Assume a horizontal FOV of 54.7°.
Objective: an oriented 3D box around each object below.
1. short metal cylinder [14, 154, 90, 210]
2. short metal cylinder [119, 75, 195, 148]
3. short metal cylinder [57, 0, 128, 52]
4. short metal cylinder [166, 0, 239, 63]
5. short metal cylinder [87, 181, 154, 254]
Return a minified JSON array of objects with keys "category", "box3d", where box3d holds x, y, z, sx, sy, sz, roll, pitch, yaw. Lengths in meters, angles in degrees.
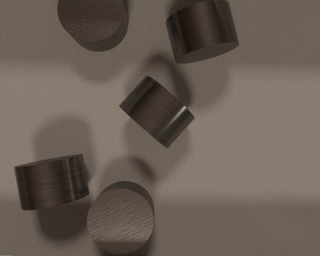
[{"category":"short metal cylinder","box3d":[-0.132,0.064,0.382,0.080,0.080,0.050,-10,90,0]},{"category":"short metal cylinder","box3d":[-0.004,-0.020,0.384,0.080,0.080,0.050,42,90,-1]},{"category":"short metal cylinder","box3d":[-0.083,-0.144,0.398,0.081,0.050,0.079,0,90,-1]},{"category":"short metal cylinder","box3d":[0.052,-0.117,0.385,0.080,0.080,0.050,-14,90,0]},{"category":"short metal cylinder","box3d":[-0.048,0.113,0.398,0.081,0.050,0.079,0,90,-1]}]
